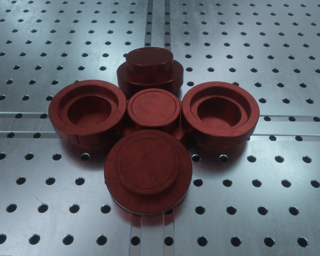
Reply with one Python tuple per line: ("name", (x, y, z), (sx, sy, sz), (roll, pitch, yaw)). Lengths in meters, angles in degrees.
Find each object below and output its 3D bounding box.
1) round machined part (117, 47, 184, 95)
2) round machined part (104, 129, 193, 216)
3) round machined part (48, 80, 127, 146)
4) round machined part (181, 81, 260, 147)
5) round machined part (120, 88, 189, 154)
("round machined part", (-0.014, -0.087, 0.455), (0.099, 0.042, 0.098), (-1, 36, 1))
("round machined part", (-0.013, 0.045, 0.344), (0.099, 0.042, 0.098), (0, 65, 0))
("round machined part", (-0.091, -0.016, 0.408), (0.099, 0.042, 0.098), (0, 50, 0))
("round machined part", (0.077, -0.014, 0.408), (0.099, 0.042, 0.098), (0, 50, 0))
("round machined part", (-0.008, -0.015, 0.407), (0.099, 0.042, 0.098), (0, 50, 0))
